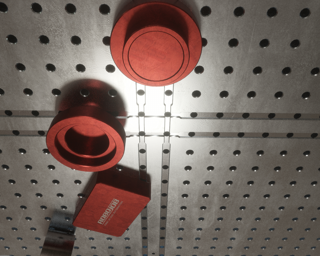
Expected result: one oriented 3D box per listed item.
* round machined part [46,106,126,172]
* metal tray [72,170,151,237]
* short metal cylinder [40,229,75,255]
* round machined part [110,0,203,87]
[{"bbox_3d":[-0.094,0.010,0.408,0.099,0.042,0.097,-1,130,0],"label":"round machined part"},{"bbox_3d":[-0.082,0.129,0.517,0.091,0.030,0.129,21,127,-18],"label":"metal tray"},{"bbox_3d":[-0.192,0.231,0.570,0.050,0.080,0.079,17,128,-14],"label":"short metal cylinder"},{"bbox_3d":[-0.004,-0.084,0.329,0.099,0.042,0.097,-1,130,0],"label":"round machined part"}]
